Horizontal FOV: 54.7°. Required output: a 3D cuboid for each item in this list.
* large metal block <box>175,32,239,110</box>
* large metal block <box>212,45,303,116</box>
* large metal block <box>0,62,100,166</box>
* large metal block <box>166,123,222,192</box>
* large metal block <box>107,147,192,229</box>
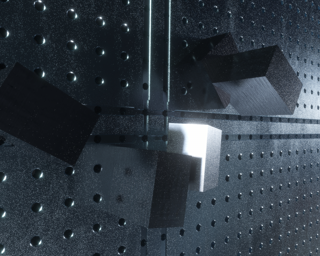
[{"bbox_3d":[0.081,-0.084,0.463,0.080,0.050,0.080,-47,118,-30],"label":"large metal block"},{"bbox_3d":[0.133,-0.060,0.422,0.080,0.080,0.050,40,66,-33],"label":"large metal block"},{"bbox_3d":[-0.116,-0.009,0.277,0.080,0.080,0.050,36,68,-35],"label":"large metal block"},{"bbox_3d":[0.047,0.038,0.415,0.080,0.050,0.080,13,81,-67],"label":"large metal block"},{"bbox_3d":[-0.013,0.067,0.364,0.050,0.080,0.080,13,82,-40],"label":"large metal block"}]
